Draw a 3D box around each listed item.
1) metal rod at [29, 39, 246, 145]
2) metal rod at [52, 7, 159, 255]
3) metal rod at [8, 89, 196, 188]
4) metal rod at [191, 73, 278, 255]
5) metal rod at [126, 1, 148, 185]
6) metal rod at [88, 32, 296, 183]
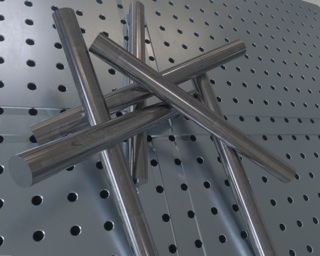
[{"bbox_3d":[-0.010,-0.053,0.389,0.302,0.025,0.025,-27,76,-23],"label":"metal rod"},{"bbox_3d":[-0.057,0.013,0.329,0.025,0.025,0.299,-16,82,-34],"label":"metal rod"},{"bbox_3d":[-0.022,-0.008,0.341,0.025,0.025,0.302,51,33,8],"label":"metal rod"},{"bbox_3d":[0.093,0.041,0.411,0.025,0.025,0.299,-9,73,-32],"label":"metal rod"},{"bbox_3d":[-0.032,-0.068,0.431,0.025,0.025,0.299,11,57,-22],"label":"metal rod"},{"bbox_3d":[0.050,-0.016,0.379,0.301,0.025,0.025,33,51,-14],"label":"metal rod"}]
